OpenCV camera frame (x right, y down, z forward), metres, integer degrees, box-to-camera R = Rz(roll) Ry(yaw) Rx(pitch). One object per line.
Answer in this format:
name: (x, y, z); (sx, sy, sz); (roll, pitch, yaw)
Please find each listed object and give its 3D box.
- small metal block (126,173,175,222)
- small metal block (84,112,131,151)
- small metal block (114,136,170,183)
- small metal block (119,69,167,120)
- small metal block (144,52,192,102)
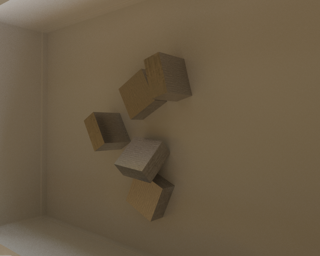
small metal block: (-0.014, 0.088, 0.419); (0.050, 0.025, 0.050); (31, 109, 36)
small metal block: (-0.077, 0.005, 0.454); (0.025, 0.050, 0.050); (-36, 68, 34)
small metal block: (-0.023, 0.040, 0.408); (0.050, 0.025, 0.050); (8, 51, 39)
small metal block: (-0.025, -0.045, 0.427); (0.050, 0.025, 0.050); (-35, 68, 34)
small metal block: (0.010, -0.061, 0.382); (0.025, 0.050, 0.050); (-19, 78, 38)
